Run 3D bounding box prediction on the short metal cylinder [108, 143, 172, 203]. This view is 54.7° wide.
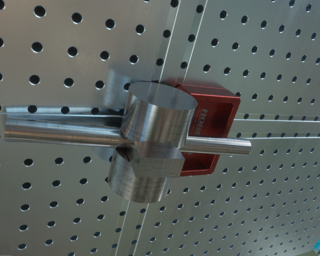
[{"bbox_3d":[-0.022,0.050,0.394,0.081,0.080,0.050,1,118,-29],"label":"short metal cylinder"}]

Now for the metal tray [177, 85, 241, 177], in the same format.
[{"bbox_3d":[0.052,0.008,0.441,0.091,0.030,0.129,1,118,-29],"label":"metal tray"}]

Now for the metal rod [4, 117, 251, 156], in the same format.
[{"bbox_3d":[-0.021,0.014,0.378,0.302,0.025,0.025,5,116,-21],"label":"metal rod"}]

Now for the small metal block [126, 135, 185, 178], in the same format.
[{"bbox_3d":[-0.006,0.031,0.349,0.050,0.050,0.025,5,116,-21],"label":"small metal block"}]

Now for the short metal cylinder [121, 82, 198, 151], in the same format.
[{"bbox_3d":[-0.002,-0.016,0.363,0.081,0.080,0.050,1,118,-29],"label":"short metal cylinder"}]
